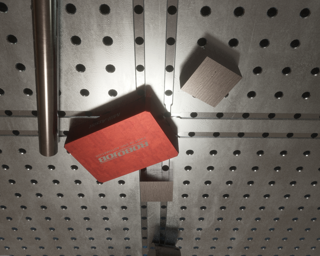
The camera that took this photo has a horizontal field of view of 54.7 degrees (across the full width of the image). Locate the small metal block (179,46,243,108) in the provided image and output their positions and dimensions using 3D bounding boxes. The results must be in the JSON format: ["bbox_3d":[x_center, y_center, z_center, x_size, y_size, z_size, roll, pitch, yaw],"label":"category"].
[{"bbox_3d":[0.058,-0.059,0.363,0.050,0.025,0.050,25,126,-21],"label":"small metal block"}]

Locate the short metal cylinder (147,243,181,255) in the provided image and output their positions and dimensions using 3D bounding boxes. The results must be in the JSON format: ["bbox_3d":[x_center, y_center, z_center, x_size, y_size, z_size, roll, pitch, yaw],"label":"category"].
[{"bbox_3d":[0.005,0.270,0.606,0.050,0.080,0.079,13,129,-11],"label":"short metal cylinder"}]

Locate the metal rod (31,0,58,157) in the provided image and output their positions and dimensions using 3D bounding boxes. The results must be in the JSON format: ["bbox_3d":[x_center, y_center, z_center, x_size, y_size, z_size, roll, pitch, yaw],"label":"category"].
[{"bbox_3d":[-0.125,-0.080,0.341,0.025,0.025,0.298,9,130,-8],"label":"metal rod"}]

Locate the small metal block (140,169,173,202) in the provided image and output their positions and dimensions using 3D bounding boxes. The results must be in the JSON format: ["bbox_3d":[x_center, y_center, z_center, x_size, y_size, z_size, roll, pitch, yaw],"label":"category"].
[{"bbox_3d":[-0.005,0.091,0.489,0.050,0.025,0.050,0,130,0],"label":"small metal block"}]

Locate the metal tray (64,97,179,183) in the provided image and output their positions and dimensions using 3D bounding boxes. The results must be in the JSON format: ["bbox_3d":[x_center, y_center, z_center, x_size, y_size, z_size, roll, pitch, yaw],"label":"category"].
[{"bbox_3d":[-0.051,0.021,0.425,0.130,0.030,0.090,-22,127,17],"label":"metal tray"}]
